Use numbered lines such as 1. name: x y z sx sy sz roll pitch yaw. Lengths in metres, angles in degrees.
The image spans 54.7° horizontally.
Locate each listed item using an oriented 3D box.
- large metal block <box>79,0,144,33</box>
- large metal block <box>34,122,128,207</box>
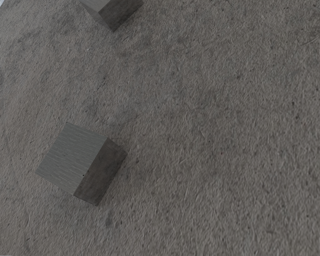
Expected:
1. large metal block: -0.092 -0.237 0.582 0.080 0.050 0.080 -45 51 -4
2. large metal block: -0.104 0.047 0.414 0.080 0.050 0.080 17 71 35
